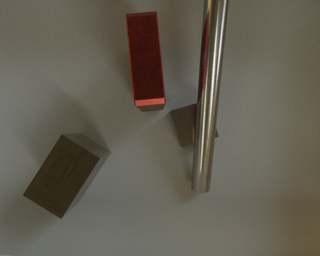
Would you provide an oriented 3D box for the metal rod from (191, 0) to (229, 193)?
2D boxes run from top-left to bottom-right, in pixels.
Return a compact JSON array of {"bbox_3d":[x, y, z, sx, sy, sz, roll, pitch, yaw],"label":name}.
[{"bbox_3d":[0.056,-0.055,0.351,0.025,0.025,0.298,1,115,0],"label":"metal rod"}]

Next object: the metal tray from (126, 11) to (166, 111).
[{"bbox_3d":[-0.014,-0.067,0.359,0.030,0.130,0.089,-6,90,0],"label":"metal tray"}]

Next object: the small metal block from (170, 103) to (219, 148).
[{"bbox_3d":[0.045,-0.006,0.412,0.050,0.025,0.050,-16,90,-1],"label":"small metal block"}]

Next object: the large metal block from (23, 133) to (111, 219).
[{"bbox_3d":[-0.109,0.054,0.383,0.050,0.080,0.080,32,90,-1],"label":"large metal block"}]
